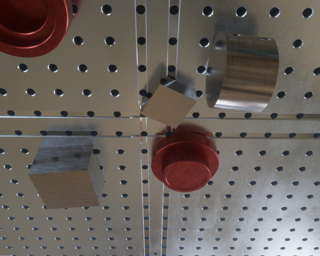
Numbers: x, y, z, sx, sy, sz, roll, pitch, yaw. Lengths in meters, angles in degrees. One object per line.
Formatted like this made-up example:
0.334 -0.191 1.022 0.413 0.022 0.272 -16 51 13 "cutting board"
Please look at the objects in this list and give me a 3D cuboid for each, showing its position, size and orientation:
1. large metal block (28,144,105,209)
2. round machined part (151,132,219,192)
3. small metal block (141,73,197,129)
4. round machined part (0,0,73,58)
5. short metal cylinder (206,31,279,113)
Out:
-0.133 0.073 0.456 0.080 0.050 0.080 -4 130 3 "large metal block"
0.037 0.056 0.448 0.099 0.042 0.097 0 130 0 "round machined part"
0.010 -0.033 0.384 0.050 0.025 0.050 23 127 -18 "small metal block"
-0.133 -0.121 0.296 0.099 0.042 0.097 0 130 0 "round machined part"
0.083 -0.058 0.327 0.050 0.080 0.079 6 130 -5 "short metal cylinder"
